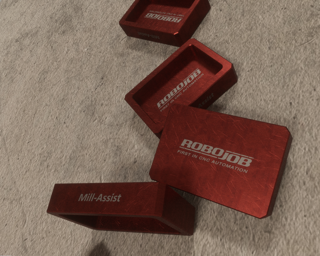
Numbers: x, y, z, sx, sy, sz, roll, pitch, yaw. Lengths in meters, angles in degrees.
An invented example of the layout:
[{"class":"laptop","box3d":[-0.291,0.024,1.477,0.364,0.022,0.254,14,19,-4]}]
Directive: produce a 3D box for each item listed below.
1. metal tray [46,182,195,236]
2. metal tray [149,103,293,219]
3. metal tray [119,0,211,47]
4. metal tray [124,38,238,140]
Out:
[{"class":"metal tray","box3d":[-0.039,0.087,0.327,0.130,0.090,0.030,-6,60,25]},{"class":"metal tray","box3d":[0.061,0.031,0.329,0.130,0.030,0.090,15,84,29]},{"class":"metal tray","box3d":[0.005,-0.186,0.510,0.130,0.030,0.090,23,74,36]},{"class":"metal tray","box3d":[0.026,-0.053,0.418,0.130,0.030,0.090,-41,51,-1]}]
